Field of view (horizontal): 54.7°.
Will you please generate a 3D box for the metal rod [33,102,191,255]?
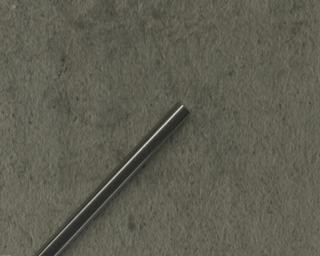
[{"bbox_3d":[-0.070,0.083,0.409,0.025,0.025,0.300,43,90,-1],"label":"metal rod"}]
